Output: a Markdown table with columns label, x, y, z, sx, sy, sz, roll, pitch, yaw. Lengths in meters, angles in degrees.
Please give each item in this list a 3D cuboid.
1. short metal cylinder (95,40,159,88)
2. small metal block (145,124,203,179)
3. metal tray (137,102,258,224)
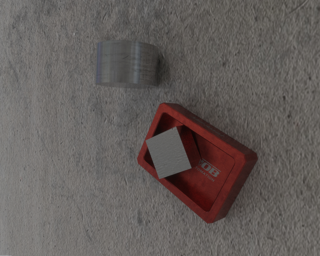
| label | x | y | z | sx | sy | sz | roll | pitch | yaw |
| --- | --- | --- | --- | --- | --- | --- | --- | --- | --- |
| short metal cylinder | -0.043 | -0.080 | 0.405 | 0.080 | 0.081 | 0.050 | 5 | 93 | 40 |
| small metal block | 0.016 | 0.029 | 0.371 | 0.050 | 0.025 | 0.050 | -26 | 80 | 37 |
| metal tray | 0.037 | 0.037 | 0.370 | 0.130 | 0.030 | 0.089 | 36 | 112 | 34 |
